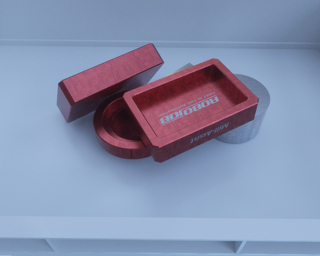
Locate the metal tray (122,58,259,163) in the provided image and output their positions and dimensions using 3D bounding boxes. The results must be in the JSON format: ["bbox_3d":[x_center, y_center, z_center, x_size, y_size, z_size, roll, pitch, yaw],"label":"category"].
[{"bbox_3d":[0.034,-0.025,0.359,0.131,0.030,0.090,-24,53,-14],"label":"metal tray"}]

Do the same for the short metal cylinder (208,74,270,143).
[{"bbox_3d":[0.098,-0.027,0.410,0.081,0.050,0.080,0,50,0],"label":"short metal cylinder"}]

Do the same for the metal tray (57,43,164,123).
[{"bbox_3d":[-0.067,-0.058,0.406,0.131,0.090,0.030,-29,88,-23],"label":"metal tray"}]

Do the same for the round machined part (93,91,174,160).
[{"bbox_3d":[-0.032,0.000,0.393,0.099,0.042,0.098,0,50,0],"label":"round machined part"}]

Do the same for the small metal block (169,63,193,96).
[{"bbox_3d":[0.031,-0.055,0.433,0.050,0.050,0.025,-35,59,-28],"label":"small metal block"}]
